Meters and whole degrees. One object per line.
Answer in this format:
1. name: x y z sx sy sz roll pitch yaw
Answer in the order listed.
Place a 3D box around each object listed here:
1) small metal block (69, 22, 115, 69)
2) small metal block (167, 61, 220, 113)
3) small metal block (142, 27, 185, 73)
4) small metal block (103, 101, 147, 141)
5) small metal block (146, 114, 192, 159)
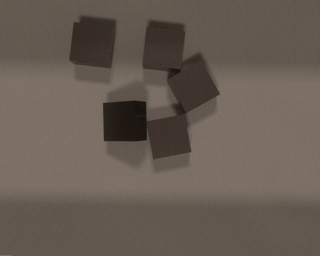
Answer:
1. small metal block: -0.089 -0.109 0.410 0.050 0.025 0.050 7 90 -1
2. small metal block: 0.044 -0.053 0.412 0.050 0.025 0.050 -29 90 -1
3. small metal block: 0.005 -0.103 0.411 0.050 0.025 0.050 6 90 -1
4. small metal block: -0.045 -0.008 0.400 0.050 0.025 0.050 -1 90 30
5. small metal block: 0.011 0.011 0.412 0.050 0.025 0.050 -11 90 -1
